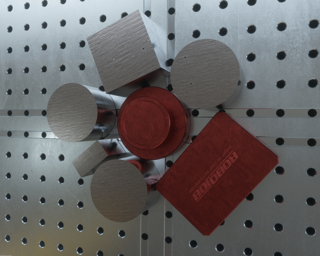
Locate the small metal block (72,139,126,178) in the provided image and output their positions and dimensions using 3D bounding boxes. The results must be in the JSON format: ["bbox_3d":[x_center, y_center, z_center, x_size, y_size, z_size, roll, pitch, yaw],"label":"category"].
[{"bbox_3d":[-0.084,0.040,0.428,0.050,0.050,0.025,-39,78,16],"label":"small metal block"}]

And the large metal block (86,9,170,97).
[{"bbox_3d":[-0.039,-0.096,0.413,0.080,0.050,0.080,-23,83,18],"label":"large metal block"}]

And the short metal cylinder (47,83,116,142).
[{"bbox_3d":[-0.110,-0.021,0.437,0.080,0.050,0.080,0,90,20],"label":"short metal cylinder"}]

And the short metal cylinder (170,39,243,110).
[{"bbox_3d":[0.059,-0.062,0.378,0.080,0.050,0.080,0,90,20],"label":"short metal cylinder"}]

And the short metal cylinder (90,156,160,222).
[{"bbox_3d":[-0.044,0.079,0.414,0.080,0.050,0.080,0,90,20],"label":"short metal cylinder"}]

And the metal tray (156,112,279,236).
[{"bbox_3d":[0.069,0.055,0.384,0.090,0.030,0.130,42,103,15],"label":"metal tray"}]

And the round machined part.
[{"bbox_3d":[-0.013,-0.006,0.407,0.098,0.042,0.097,0,90,20],"label":"round machined part"}]
